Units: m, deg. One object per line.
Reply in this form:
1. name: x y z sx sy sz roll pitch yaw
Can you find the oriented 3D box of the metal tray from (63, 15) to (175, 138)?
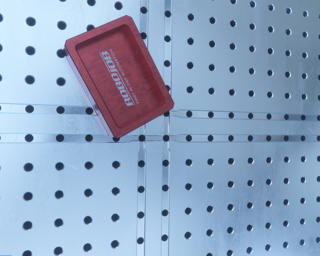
1. metal tray: -0.050 -0.063 0.391 0.091 0.030 0.129 -30 100 -18
